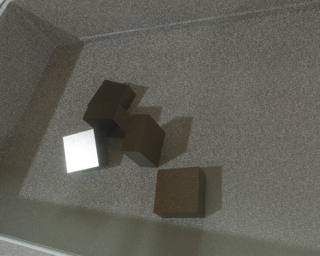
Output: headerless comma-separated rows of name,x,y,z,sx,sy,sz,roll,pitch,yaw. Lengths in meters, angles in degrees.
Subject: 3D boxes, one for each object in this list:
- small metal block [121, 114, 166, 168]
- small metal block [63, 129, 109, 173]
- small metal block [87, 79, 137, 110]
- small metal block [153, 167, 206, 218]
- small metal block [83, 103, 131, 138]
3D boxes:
small metal block,-0.019,0.017,0.388,0.025,0.050,0.050,-1,61,27
small metal block,-0.102,0.032,0.427,0.050,0.025,0.050,-14,79,20
small metal block,-0.072,-0.042,0.467,0.050,0.025,0.050,18,69,34
small metal block,0.023,0.073,0.348,0.050,0.025,0.050,-8,58,23
small metal block,-0.069,-0.010,0.429,0.050,0.050,0.025,2,60,28
